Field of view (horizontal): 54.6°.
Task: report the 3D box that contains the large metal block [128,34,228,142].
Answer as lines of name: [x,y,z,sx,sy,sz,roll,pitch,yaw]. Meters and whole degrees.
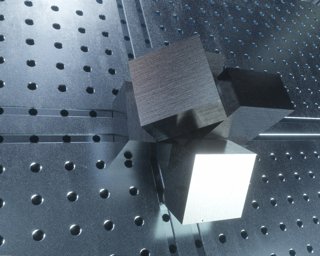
large metal block: [0.019,-0.041,0.333,0.080,0.050,0.080,-19,64,13]

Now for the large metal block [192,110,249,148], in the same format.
large metal block: [0.065,-0.003,0.427,0.081,0.050,0.080,3,61,-27]

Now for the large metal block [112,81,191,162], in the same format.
large metal block: [-0.012,-0.006,0.389,0.081,0.050,0.080,7,59,-25]

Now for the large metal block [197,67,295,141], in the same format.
large metal block: [0.096,-0.024,0.375,0.081,0.080,0.050,2,61,-28]

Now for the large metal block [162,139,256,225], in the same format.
large metal block: [0.055,0.059,0.359,0.081,0.050,0.079,2,105,-27]

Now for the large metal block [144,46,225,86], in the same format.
large metal block: [0.029,-0.080,0.427,0.081,0.080,0.050,2,99,-27]
